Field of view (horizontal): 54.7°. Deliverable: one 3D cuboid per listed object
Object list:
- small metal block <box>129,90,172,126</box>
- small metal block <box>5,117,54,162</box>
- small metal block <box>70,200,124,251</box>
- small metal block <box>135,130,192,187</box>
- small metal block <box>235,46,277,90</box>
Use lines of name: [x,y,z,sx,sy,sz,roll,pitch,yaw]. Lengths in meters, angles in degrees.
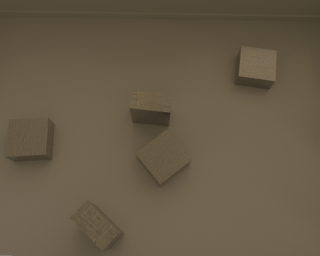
small metal block: [-0.011,-0.025,0.405,0.050,0.050,0.025,6,70,2]
small metal block: [-0.168,0.015,0.402,0.050,0.025,0.050,-3,70,-2]
small metal block: [-0.070,0.112,0.355,0.050,0.050,0.025,40,75,13]
small metal block: [0.004,0.039,0.395,0.050,0.025,0.050,-37,74,-13]
small metal block: [0.137,-0.086,0.443,0.050,0.025,0.050,9,70,3]
